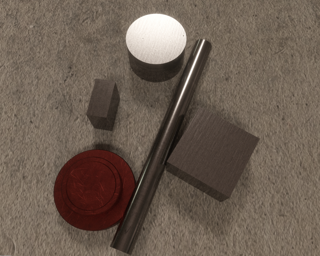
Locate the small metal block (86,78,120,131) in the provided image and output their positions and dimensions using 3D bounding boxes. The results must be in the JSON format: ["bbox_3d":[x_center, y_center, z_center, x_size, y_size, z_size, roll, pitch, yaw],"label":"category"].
[{"bbox_3d":[-0.073,-0.029,0.405,0.025,0.050,0.050,9,70,3],"label":"small metal block"}]

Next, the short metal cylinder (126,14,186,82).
[{"bbox_3d":[-0.005,-0.111,0.436,0.081,0.050,0.080,0,70,0],"label":"short metal cylinder"}]

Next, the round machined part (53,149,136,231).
[{"bbox_3d":[-0.079,0.072,0.372,0.099,0.042,0.098,0,70,0],"label":"round machined part"}]

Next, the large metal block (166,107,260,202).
[{"bbox_3d":[0.063,0.034,0.383,0.080,0.050,0.080,29,72,9],"label":"large metal block"}]

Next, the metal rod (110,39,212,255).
[{"bbox_3d":[0.010,0.006,0.395,0.025,0.025,0.300,20,67,7],"label":"metal rod"}]
